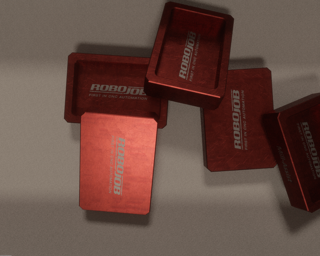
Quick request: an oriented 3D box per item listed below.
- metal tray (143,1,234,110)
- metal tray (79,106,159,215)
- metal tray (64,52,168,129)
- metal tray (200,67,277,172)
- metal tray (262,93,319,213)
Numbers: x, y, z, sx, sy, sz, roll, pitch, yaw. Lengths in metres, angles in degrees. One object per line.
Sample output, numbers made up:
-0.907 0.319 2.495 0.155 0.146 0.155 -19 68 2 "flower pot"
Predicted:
0.038 -0.092 0.381 0.091 0.030 0.130 13 63 0 "metal tray"
-0.052 0.042 0.390 0.091 0.030 0.129 5 107 -1 "metal tray"
-0.054 -0.048 0.408 0.131 0.030 0.089 4 90 -1 "metal tray"
0.101 -0.011 0.410 0.091 0.030 0.129 -4 90 -1 "metal tray"
0.193 0.029 0.393 0.091 0.030 0.129 -21 95 -17 "metal tray"
